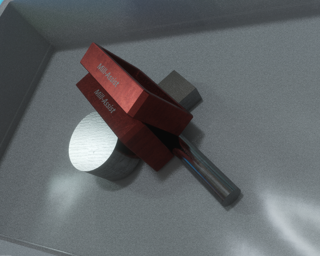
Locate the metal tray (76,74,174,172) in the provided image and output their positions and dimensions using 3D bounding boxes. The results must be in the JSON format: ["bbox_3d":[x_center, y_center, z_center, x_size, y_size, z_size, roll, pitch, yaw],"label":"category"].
[{"bbox_3d":[-0.045,-0.011,0.391,0.030,0.090,0.130,-43,51,-1],"label":"metal tray"}]

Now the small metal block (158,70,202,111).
[{"bbox_3d":[0.019,-0.043,0.419,0.050,0.025,0.050,-42,51,-1],"label":"small metal block"}]

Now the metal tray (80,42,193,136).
[{"bbox_3d":[-0.030,-0.048,0.373,0.030,0.090,0.130,-54,50,12],"label":"metal tray"}]

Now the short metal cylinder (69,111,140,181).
[{"bbox_3d":[-0.070,0.023,0.401,0.080,0.050,0.080,-14,61,28],"label":"short metal cylinder"}]

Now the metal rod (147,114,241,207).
[{"bbox_3d":[-0.008,-0.011,0.415,0.025,0.025,0.300,-43,51,-2],"label":"metal rod"}]
